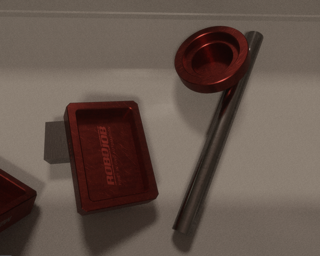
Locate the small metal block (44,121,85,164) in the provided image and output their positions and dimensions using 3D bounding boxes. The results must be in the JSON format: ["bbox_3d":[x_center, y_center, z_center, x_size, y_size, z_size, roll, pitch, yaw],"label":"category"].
[{"bbox_3d":[-0.120,0.018,0.402,0.050,0.025,0.050,-4,70,-2],"label":"small metal block"}]

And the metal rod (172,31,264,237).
[{"bbox_3d":[0.084,-0.006,0.412,0.025,0.025,0.300,22,71,7],"label":"metal rod"}]

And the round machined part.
[{"bbox_3d":[0.073,-0.087,0.421,0.098,0.042,0.098,-11,59,18],"label":"round machined part"}]

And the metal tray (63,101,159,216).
[{"bbox_3d":[-0.061,0.032,0.377,0.091,0.030,0.129,-5,69,-26],"label":"metal tray"}]

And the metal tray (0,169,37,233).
[{"bbox_3d":[-0.209,0.082,0.324,0.090,0.130,0.030,28,108,11],"label":"metal tray"}]
